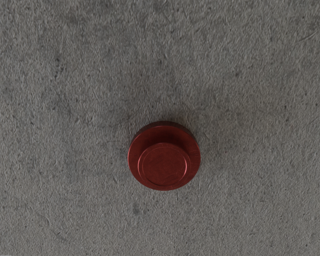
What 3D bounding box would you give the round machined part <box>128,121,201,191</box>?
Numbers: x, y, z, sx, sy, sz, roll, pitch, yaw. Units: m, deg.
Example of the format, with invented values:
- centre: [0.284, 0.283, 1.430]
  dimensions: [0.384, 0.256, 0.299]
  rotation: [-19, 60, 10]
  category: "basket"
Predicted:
- centre: [0.006, 0.043, 0.417]
  dimensions: [0.099, 0.042, 0.097]
  rotation: [0, 110, 0]
  category: "round machined part"
